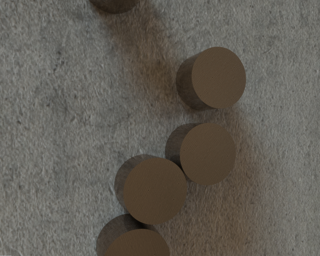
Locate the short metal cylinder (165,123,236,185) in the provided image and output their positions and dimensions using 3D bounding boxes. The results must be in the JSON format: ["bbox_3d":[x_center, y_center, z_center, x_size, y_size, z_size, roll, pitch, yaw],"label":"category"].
[{"bbox_3d":[0.053,0.033,0.417,0.081,0.050,0.079,0,90,-21],"label":"short metal cylinder"}]

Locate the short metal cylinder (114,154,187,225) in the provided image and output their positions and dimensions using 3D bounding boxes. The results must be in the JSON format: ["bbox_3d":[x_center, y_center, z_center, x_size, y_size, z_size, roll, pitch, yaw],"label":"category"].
[{"bbox_3d":[-0.013,0.075,0.392,0.081,0.050,0.079,0,90,-21],"label":"short metal cylinder"}]

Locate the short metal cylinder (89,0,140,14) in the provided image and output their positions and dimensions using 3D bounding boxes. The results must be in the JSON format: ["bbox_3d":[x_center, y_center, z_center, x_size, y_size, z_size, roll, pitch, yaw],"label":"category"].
[{"bbox_3d":[-0.053,-0.188,0.377,0.081,0.050,0.079,0,90,-21],"label":"short metal cylinder"}]

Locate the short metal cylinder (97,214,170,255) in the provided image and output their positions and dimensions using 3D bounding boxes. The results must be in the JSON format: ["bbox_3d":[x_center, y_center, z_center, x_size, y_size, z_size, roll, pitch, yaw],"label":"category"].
[{"bbox_3d":[-0.035,0.153,0.381,0.081,0.050,0.079,-2,96,-19],"label":"short metal cylinder"}]

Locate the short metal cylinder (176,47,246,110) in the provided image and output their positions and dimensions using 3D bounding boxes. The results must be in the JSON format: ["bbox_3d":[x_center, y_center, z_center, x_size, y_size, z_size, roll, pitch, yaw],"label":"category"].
[{"bbox_3d":[0.069,-0.065,0.422,0.081,0.050,0.079,0,90,-21],"label":"short metal cylinder"}]
